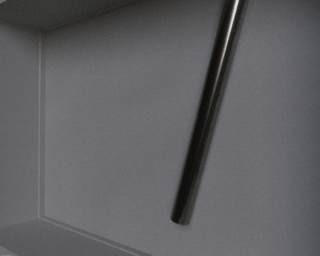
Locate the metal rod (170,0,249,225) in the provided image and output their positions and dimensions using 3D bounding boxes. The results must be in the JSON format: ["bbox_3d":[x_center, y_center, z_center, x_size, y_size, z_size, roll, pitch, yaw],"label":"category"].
[{"bbox_3d":[0.058,-0.029,0.357,0.025,0.025,0.298,21,103,37],"label":"metal rod"}]
